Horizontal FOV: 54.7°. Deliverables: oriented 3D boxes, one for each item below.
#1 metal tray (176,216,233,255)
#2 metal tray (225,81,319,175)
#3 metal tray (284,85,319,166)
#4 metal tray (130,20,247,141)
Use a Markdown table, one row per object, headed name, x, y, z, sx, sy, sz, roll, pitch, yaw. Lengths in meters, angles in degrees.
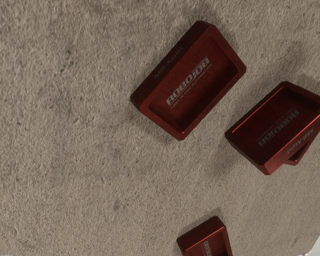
| name | x | y | z | sx | sy | sz | roll | pitch | yaw |
| --- | --- | --- | --- | --- | --- | --- | --- | --- | --- |
| metal tray | 0.091 | 0.239 | 0.603 | 0.091 | 0.030 | 0.129 | -28 | 128 | -11 |
| metal tray | 0.173 | -0.003 | 0.460 | 0.130 | 0.090 | 0.030 | -42 | 130 | 0 |
| metal tray | 0.234 | 0.000 | 0.534 | 0.091 | 0.030 | 0.129 | 13 | 112 | -34 |
| metal tray | 0.038 | -0.056 | 0.391 | 0.130 | 0.030 | 0.090 | -48 | 129 | 5 |
